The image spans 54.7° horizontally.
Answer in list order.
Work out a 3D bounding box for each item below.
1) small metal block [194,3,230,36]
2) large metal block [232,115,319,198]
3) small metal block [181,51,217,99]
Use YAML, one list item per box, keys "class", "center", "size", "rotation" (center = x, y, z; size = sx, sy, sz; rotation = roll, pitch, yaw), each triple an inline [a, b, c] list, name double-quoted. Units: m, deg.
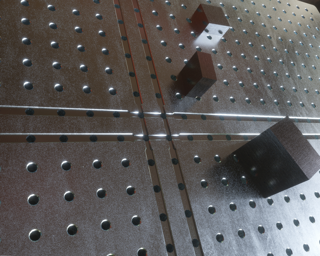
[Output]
- class: "small metal block"
  center: [0.099, -0.206, 0.590]
  size: [0.050, 0.025, 0.050]
  rotation: [-2, 63, -30]
- class: "large metal block"
  center: [0.165, 0.042, 0.439]
  size: [0.050, 0.080, 0.080]
  rotation: [-26, 76, -37]
- class: "small metal block"
  center: [0.058, -0.081, 0.475]
  size: [0.025, 0.050, 0.050]
  rotation: [7, 59, -25]
